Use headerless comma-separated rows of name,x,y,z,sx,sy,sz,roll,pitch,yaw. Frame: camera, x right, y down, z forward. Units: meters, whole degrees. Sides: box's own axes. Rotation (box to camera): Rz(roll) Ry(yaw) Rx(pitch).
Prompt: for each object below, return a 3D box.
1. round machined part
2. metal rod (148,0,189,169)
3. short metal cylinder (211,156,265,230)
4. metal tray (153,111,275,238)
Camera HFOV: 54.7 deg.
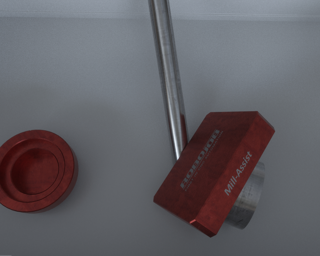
round machined part,-0.149,0.054,0.379,0.099,0.042,0.098,0,70,-1
metal rod,0.008,-0.089,0.375,0.025,0.025,0.298,-9,96,-4
short metal cylinder,0.080,0.069,0.356,0.050,0.080,0.080,19,71,6
metal tray,0.056,0.042,0.338,0.030,0.090,0.130,40,75,-22
